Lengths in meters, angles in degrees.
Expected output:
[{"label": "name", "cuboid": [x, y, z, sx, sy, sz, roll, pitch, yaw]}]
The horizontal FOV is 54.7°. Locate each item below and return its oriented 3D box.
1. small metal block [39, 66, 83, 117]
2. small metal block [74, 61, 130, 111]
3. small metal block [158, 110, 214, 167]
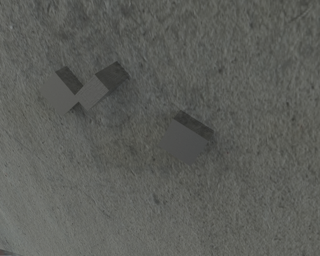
[{"label": "small metal block", "cuboid": [-0.138, -0.052, 0.445, 0.050, 0.025, 0.050, -32, 101, 38]}, {"label": "small metal block", "cuboid": [-0.073, -0.054, 0.395, 0.025, 0.050, 0.050, 49, 128, -7]}, {"label": "small metal block", "cuboid": [0.033, 0.013, 0.397, 0.050, 0.025, 0.050, 33, 129, 6]}]
